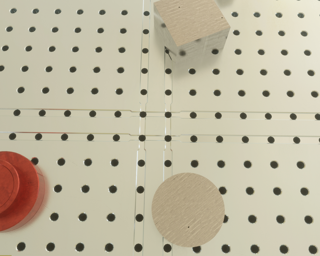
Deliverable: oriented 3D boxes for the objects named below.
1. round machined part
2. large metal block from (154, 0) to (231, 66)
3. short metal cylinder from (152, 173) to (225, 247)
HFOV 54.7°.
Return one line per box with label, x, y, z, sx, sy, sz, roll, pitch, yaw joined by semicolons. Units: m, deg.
round machined part;-0.196;0.075;0.373;0.099;0.042;0.098;0;70;-1
large metal block;0.044;-0.149;0.454;0.080;0.050;0.080;-22;72;-8
short metal cylinder;0.031;0.097;0.363;0.081;0.050;0.080;0;70;0
